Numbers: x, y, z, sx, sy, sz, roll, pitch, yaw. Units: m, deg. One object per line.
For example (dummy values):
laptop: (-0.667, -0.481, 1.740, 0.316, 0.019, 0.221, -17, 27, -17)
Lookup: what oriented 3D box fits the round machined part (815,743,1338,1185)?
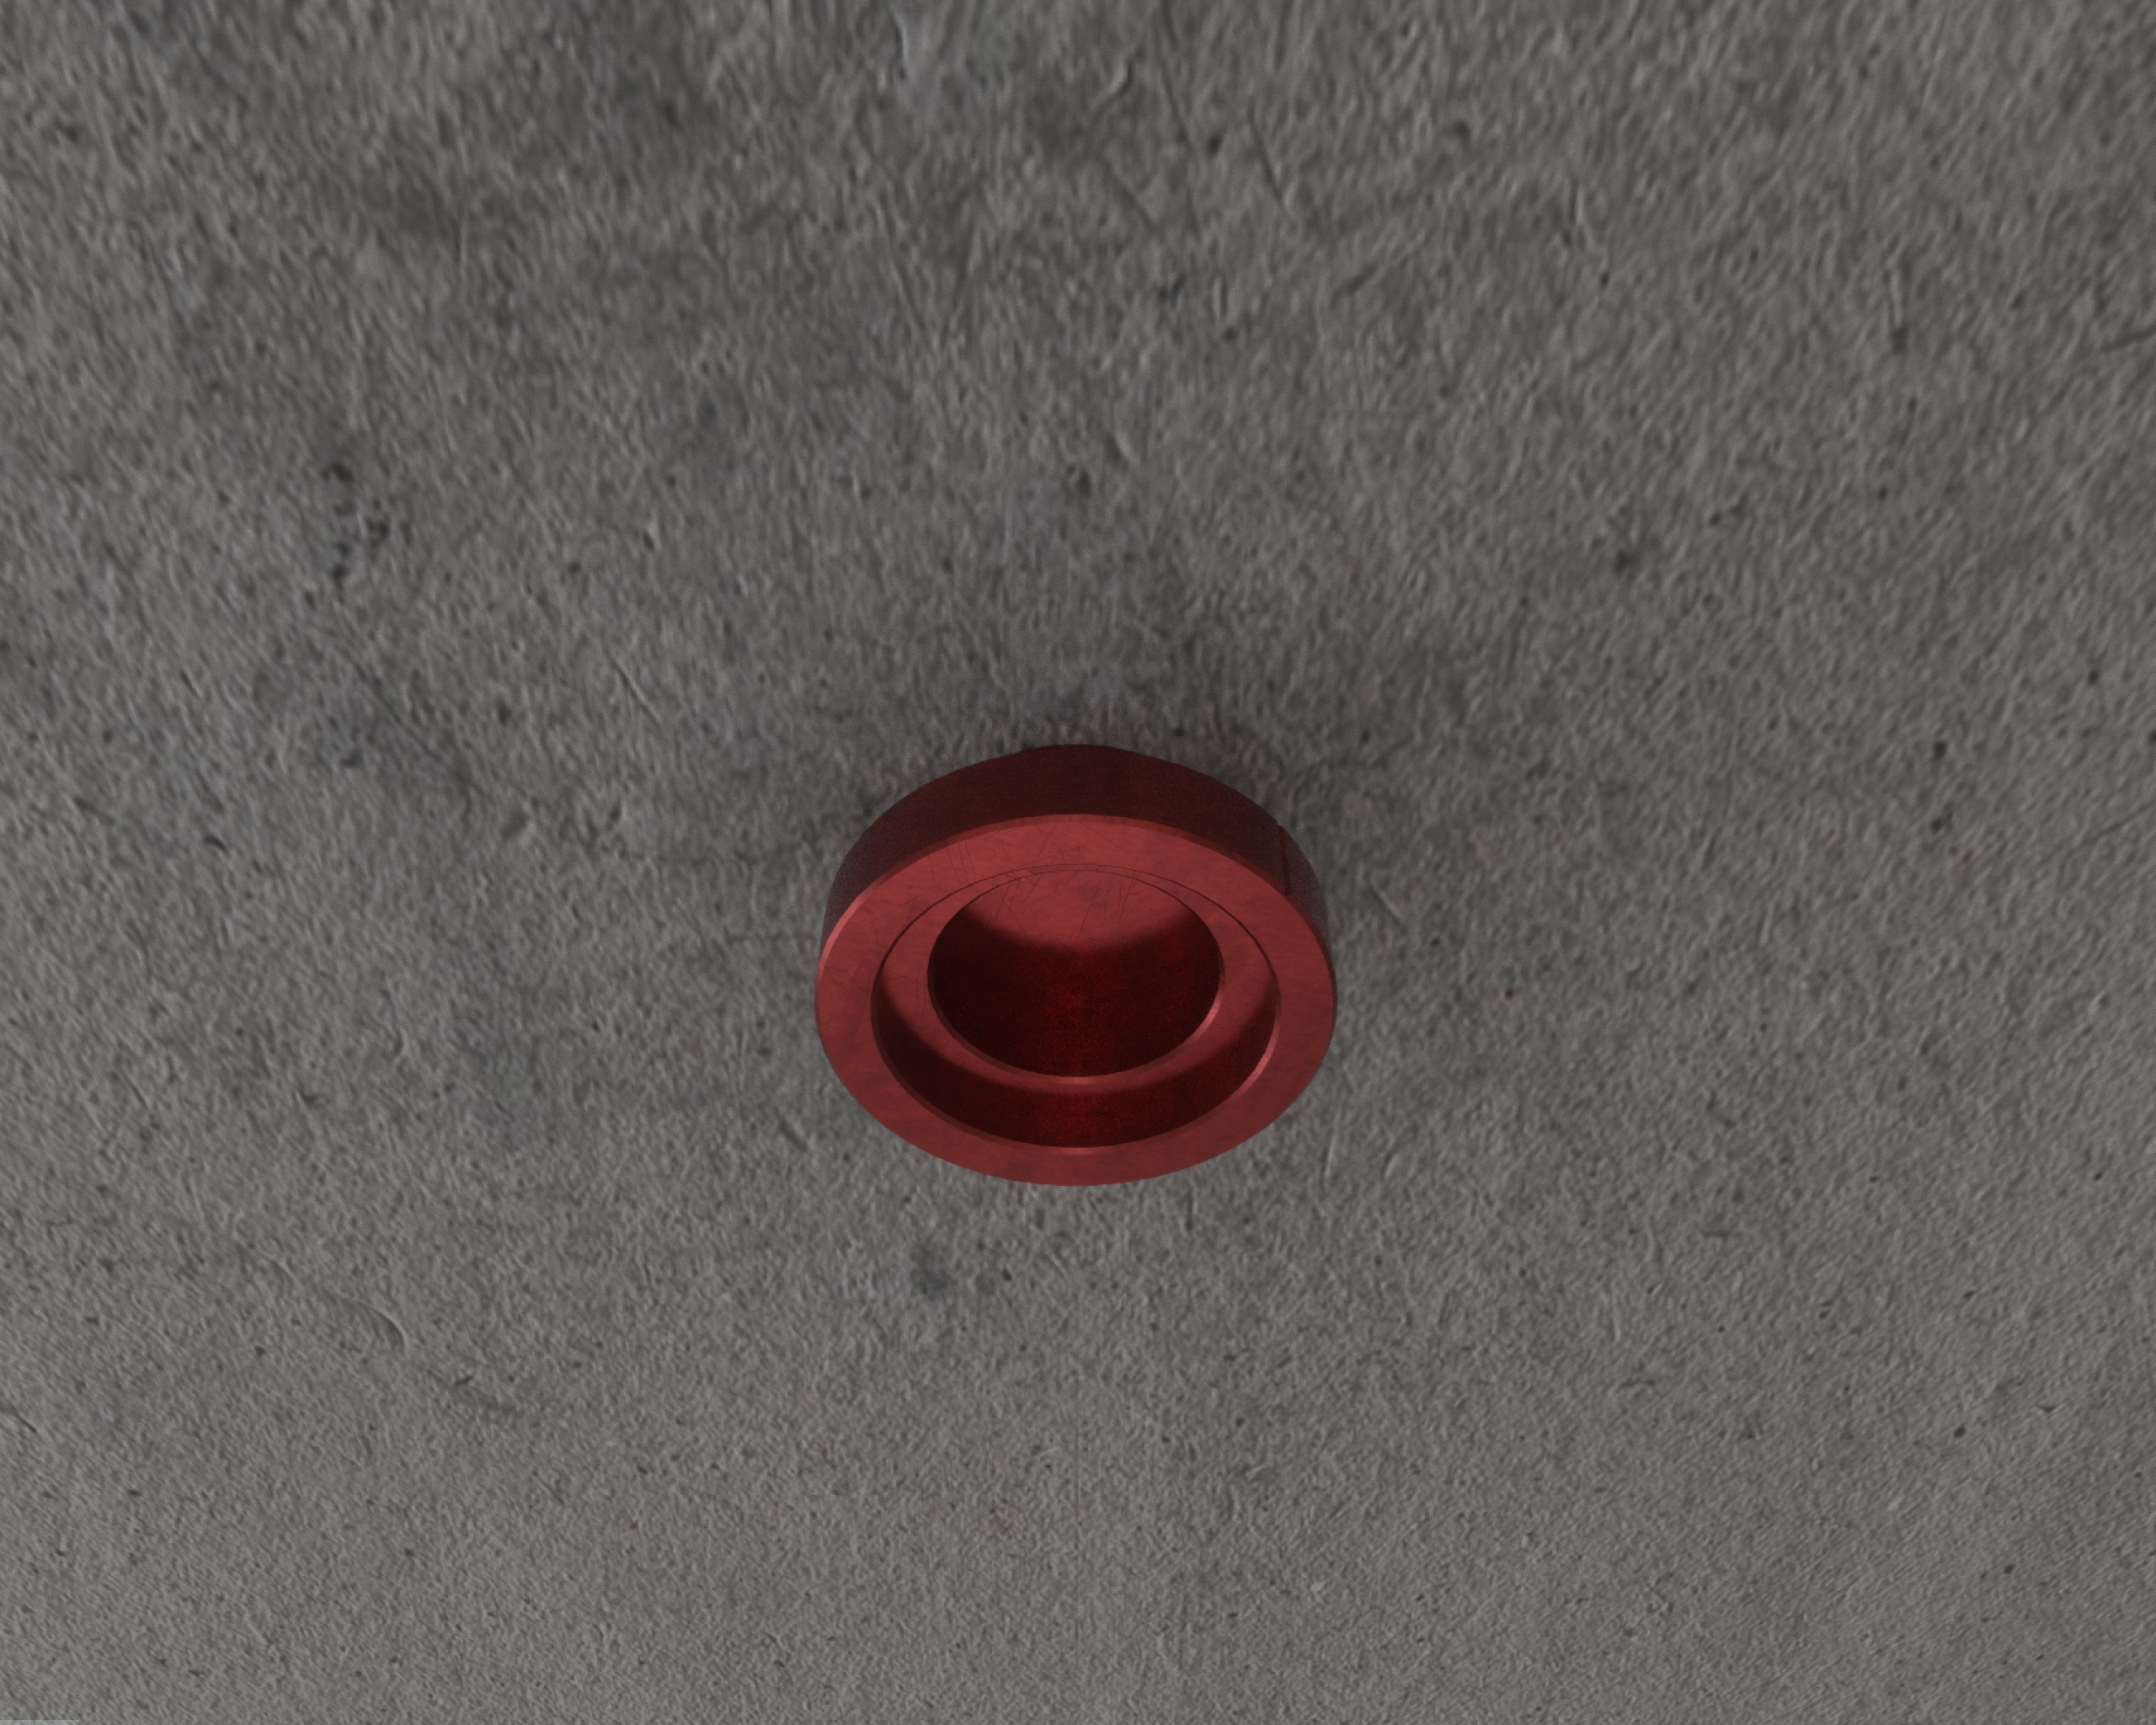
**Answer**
round machined part: (0.000, 0.016, 0.409, 0.099, 0.042, 0.097, 0, 130, 0)
